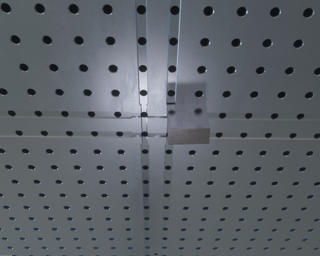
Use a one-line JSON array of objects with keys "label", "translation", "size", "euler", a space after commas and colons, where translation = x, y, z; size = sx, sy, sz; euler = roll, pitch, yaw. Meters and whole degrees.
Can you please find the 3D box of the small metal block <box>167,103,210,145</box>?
[{"label": "small metal block", "translation": [0.035, -0.006, 0.391], "size": [0.050, 0.050, 0.025], "euler": [-2, 130, 1]}]
